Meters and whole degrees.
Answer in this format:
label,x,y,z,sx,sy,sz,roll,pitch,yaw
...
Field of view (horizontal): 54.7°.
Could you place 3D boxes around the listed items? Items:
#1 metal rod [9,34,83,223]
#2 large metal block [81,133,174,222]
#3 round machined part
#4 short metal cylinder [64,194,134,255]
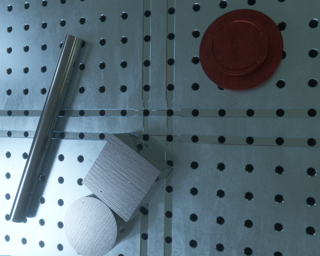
label,x,y,z,sx,sy,sz,roll,pitch,yaw
metal rod,-0.176,0.005,0.474,0.025,0.025,0.298,22,97,18
large metal block,-0.043,0.062,0.414,0.080,0.050,0.080,36,102,16
round machined part,0.095,-0.094,0.370,0.098,0.042,0.097,0,90,20
short metal cylinder,-0.084,0.130,0.429,0.080,0.050,0.079,0,90,20
